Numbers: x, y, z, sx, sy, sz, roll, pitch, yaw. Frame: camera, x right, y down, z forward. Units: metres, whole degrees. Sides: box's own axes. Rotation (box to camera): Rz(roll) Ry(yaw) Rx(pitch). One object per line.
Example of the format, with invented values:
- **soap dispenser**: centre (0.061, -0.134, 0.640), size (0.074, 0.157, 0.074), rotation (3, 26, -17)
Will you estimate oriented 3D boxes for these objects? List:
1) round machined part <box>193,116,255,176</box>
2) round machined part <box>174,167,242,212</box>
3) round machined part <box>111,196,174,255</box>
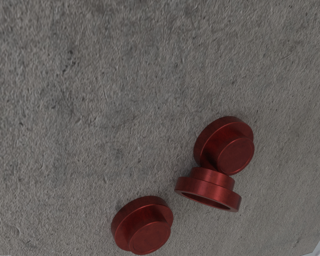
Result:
- **round machined part**: centre (0.104, 0.034, 0.474), size (0.099, 0.042, 0.097), rotation (-14, 124, -21)
- **round machined part**: centre (0.074, 0.090, 0.466), size (0.098, 0.098, 0.042), rotation (34, 68, -39)
- **round machined part**: centre (-0.022, 0.157, 0.480), size (0.099, 0.042, 0.097), rotation (-14, 124, -21)
